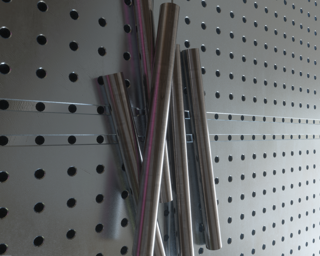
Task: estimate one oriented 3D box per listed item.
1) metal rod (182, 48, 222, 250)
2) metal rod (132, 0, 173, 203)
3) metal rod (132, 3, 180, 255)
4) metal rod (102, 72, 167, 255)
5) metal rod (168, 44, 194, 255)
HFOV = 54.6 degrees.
[{"bbox_3d":[0.063,0.035,0.460,0.025,0.025,0.298,-13,98,-39],"label":"metal rod"},{"bbox_3d":[-0.011,-0.052,0.398,0.025,0.025,0.298,-10,97,-39],"label":"metal rod"},{"bbox_3d":[-0.004,-0.001,0.370,0.025,0.025,0.299,10,83,-40],"label":"metal rod"},{"bbox_3d":[-0.024,0.080,0.388,0.025,0.025,0.298,-21,103,-38],"label":"metal rod"},{"bbox_3d":[0.026,0.037,0.429,0.025,0.025,0.298,-7,95,-40],"label":"metal rod"}]
